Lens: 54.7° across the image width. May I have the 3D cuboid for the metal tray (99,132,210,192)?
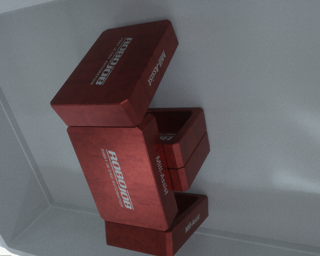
[{"bbox_3d":[-0.012,0.035,0.394,0.130,0.090,0.030,1,119,27],"label":"metal tray"}]

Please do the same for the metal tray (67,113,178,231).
[{"bbox_3d":[-0.038,0.048,0.336,0.090,0.030,0.129,0,119,27],"label":"metal tray"}]

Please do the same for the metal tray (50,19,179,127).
[{"bbox_3d":[-0.043,-0.060,0.324,0.090,0.130,0.030,1,139,27],"label":"metal tray"}]

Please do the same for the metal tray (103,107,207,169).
[{"bbox_3d":[-0.019,0.008,0.380,0.130,0.090,0.030,1,119,27],"label":"metal tray"}]

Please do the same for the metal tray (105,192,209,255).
[{"bbox_3d":[0.001,0.119,0.410,0.090,0.131,0.030,0,97,27],"label":"metal tray"}]
